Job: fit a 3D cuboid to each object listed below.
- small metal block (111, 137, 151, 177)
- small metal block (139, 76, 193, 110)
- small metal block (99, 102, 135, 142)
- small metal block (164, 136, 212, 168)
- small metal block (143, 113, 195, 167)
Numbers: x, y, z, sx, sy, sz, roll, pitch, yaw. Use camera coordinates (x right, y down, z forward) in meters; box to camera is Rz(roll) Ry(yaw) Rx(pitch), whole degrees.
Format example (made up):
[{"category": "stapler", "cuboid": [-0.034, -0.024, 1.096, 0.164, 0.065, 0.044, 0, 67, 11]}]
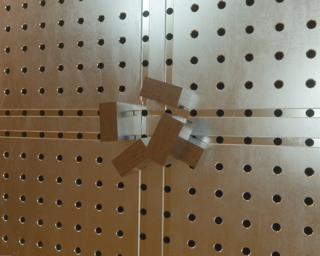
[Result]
[{"category": "small metal block", "cuboid": [-0.028, 0.037, 0.408, 0.050, 0.050, 0.025, -38, 78, 16]}, {"category": "small metal block", "cuboid": [0.009, -0.044, 0.395, 0.050, 0.050, 0.025, 20, 97, 18]}, {"category": "small metal block", "cuboid": [-0.057, -0.008, 0.418, 0.025, 0.050, 0.050, -3, 89, 20]}, {"category": "small metal block", "cuboid": [0.033, 0.024, 0.387, 0.050, 0.050, 0.025, 27, 99, 17]}, {"category": "small metal block", "cuboid": [0.012, 0.012, 0.341, 0.025, 0.050, 0.050, 28, 99, 17]}]
